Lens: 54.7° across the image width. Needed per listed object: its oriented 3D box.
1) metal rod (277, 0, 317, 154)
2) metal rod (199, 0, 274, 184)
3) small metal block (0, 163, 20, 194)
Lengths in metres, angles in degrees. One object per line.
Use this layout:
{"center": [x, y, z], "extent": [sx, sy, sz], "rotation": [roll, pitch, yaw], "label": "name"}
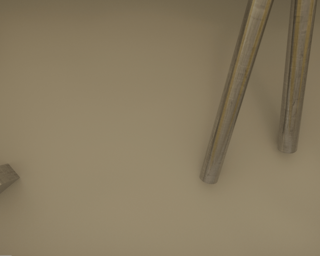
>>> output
{"center": [0.154, -0.100, 0.340], "extent": [0.025, 0.025, 0.298], "rotation": [-8, 121, 0], "label": "metal rod"}
{"center": [0.091, -0.064, 0.350], "extent": [0.025, 0.025, 0.298], "rotation": [11, 116, -1], "label": "metal rod"}
{"center": [-0.218, 0.074, 0.396], "extent": [0.050, 0.050, 0.025], "rotation": [-40, 90, 0], "label": "small metal block"}
